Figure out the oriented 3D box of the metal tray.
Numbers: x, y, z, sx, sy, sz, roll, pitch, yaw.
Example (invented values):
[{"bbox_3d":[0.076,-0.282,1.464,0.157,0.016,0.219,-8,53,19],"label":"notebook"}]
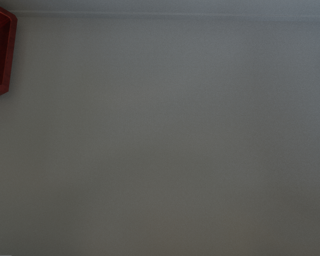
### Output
[{"bbox_3d":[-0.246,-0.114,0.413,0.030,0.090,0.130,-16,67,31],"label":"metal tray"}]
